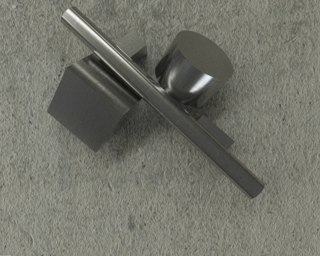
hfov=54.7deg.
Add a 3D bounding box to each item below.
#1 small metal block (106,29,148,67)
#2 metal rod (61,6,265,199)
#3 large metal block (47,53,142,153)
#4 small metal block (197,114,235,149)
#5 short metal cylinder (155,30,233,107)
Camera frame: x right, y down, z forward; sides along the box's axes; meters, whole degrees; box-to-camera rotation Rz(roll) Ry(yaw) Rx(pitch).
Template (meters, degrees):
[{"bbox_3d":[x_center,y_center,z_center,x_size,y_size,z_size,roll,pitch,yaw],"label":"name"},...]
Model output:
[{"bbox_3d":[-0.044,-0.095,0.398,0.050,0.050,0.025,-39,90,0],"label":"small metal block"},{"bbox_3d":[0.004,-0.029,0.361,0.300,0.025,0.025,43,90,-1],"label":"metal rod"},{"bbox_3d":[-0.080,-0.030,0.380,0.080,0.050,0.080,41,130,-1],"label":"large metal block"},{"bbox_3d":[0.063,0.009,0.396,0.050,0.050,0.025,41,90,-1],"label":"small metal block"},{"bbox_3d":[0.041,-0.072,0.378,0.080,0.080,0.050,39,131,0],"label":"short metal cylinder"}]
